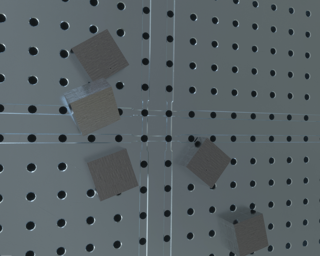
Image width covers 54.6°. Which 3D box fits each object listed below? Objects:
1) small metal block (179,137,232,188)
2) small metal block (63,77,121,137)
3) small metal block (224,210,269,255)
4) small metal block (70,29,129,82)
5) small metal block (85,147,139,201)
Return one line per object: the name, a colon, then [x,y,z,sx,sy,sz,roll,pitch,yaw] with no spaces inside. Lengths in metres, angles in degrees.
small metal block: [0.064,0.048,0.436,0.050,0.025,0.050,41,77,-16]
small metal block: [-0.080,-0.025,0.370,0.050,0.025,0.050,-26,133,-18]
small metal block: [0.128,0.155,0.460,0.050,0.025,0.050,-13,95,-20]
small metal block: [-0.075,-0.086,0.385,0.050,0.025,0.050,-35,102,-17]
small metal block: [-0.061,0.057,0.390,0.050,0.025,0.050,-20,97,-19]
